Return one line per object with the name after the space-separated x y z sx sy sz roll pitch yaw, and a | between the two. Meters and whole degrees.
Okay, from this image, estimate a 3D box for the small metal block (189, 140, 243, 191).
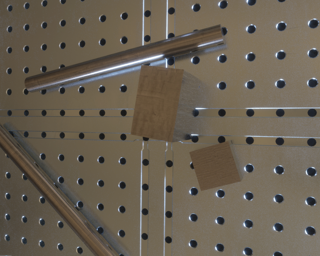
0.070 0.047 0.388 0.050 0.025 0.050 -18 84 19 | small metal block

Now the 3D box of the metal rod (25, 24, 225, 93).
-0.062 -0.092 0.434 0.301 0.025 0.025 -10 87 19 | metal rod

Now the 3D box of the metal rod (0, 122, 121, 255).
-0.166 0.097 0.470 0.300 0.025 0.025 43 103 15 | metal rod

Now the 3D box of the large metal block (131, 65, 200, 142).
0.010 -0.028 0.380 0.050 0.080 0.079 10 94 20 | large metal block
